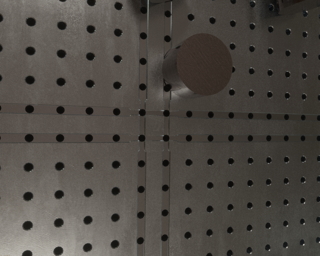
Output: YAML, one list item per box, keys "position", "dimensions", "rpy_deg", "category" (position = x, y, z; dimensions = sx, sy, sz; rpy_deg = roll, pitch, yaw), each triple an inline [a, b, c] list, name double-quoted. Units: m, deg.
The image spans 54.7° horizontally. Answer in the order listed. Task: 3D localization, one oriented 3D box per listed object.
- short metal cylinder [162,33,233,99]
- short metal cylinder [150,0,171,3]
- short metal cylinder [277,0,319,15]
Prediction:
- position: [0.050, -0.081, 0.419]
  dimensions: [0.081, 0.050, 0.079]
  rpy_deg: [0, 90, -20]
  category: "short metal cylinder"
- position: [0.016, -0.199, 0.390]
  dimensions: [0.081, 0.080, 0.050]
  rpy_deg: [-23, 98, -19]
  category: "short metal cylinder"
- position: [0.216, -0.209, 0.465]
  dimensions: [0.081, 0.080, 0.050]
  rpy_deg: [-13, 95, -20]
  category: "short metal cylinder"
